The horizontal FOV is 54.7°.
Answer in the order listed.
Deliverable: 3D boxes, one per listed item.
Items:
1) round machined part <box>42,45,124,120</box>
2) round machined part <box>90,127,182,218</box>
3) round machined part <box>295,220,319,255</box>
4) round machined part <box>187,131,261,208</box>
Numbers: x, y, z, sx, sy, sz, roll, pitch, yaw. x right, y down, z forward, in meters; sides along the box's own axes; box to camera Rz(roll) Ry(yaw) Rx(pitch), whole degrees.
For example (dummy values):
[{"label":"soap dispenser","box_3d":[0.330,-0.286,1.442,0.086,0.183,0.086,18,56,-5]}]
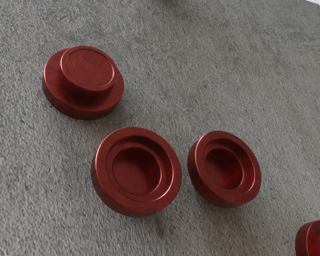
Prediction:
[{"label":"round machined part","box_3d":[-0.091,-0.062,0.382,0.099,0.042,0.098,14,56,-21]},{"label":"round machined part","box_3d":[-0.029,0.051,0.346,0.099,0.042,0.098,14,56,-21]},{"label":"round machined part","box_3d":[0.235,0.172,0.414,0.099,0.042,0.098,14,56,-21]},{"label":"round machined part","box_3d":[0.078,0.056,0.401,0.099,0.042,0.098,14,56,-21]}]
